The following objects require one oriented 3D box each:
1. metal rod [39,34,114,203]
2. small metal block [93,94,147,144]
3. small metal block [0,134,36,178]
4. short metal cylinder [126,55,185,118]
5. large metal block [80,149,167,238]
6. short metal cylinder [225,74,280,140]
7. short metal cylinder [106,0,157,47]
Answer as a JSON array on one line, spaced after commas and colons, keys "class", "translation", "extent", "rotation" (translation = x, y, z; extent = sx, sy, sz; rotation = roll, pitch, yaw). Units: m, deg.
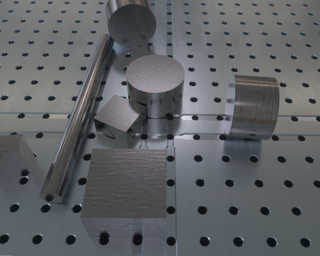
[{"class": "metal rod", "translation": [-0.105, -0.037, 0.437], "extent": [0.025, 0.025, 0.300], "rotation": [4, 50, 4]}, {"class": "small metal block", "translation": [-0.053, -0.013, 0.418], "extent": [0.050, 0.025, 0.050], "rotation": [23, 54, 18]}, {"class": "small metal block", "translation": [-0.180, 0.034, 0.361], "extent": [0.050, 0.050, 0.025], "rotation": [-5, 50, -4]}, {"class": "short metal cylinder", "translation": [-0.006, -0.060, 0.441], "extent": [0.080, 0.050, 0.080], "rotation": [0, 50, 0]}, {"class": "large metal block", "translation": [-0.034, 0.069, 0.333], "extent": [0.081, 0.050, 0.080], "rotation": [0, 50, 0]}, {"class": "short metal cylinder", "translation": [0.114, -0.026, 0.395], "extent": [0.050, 0.080, 0.080], "rotation": [5, 50, 4]}, {"class": "short metal cylinder", "translation": [-0.050, -0.186, 0.528], "extent": [0.081, 0.080, 0.050], "rotation": [-9, 51, -7]}]
